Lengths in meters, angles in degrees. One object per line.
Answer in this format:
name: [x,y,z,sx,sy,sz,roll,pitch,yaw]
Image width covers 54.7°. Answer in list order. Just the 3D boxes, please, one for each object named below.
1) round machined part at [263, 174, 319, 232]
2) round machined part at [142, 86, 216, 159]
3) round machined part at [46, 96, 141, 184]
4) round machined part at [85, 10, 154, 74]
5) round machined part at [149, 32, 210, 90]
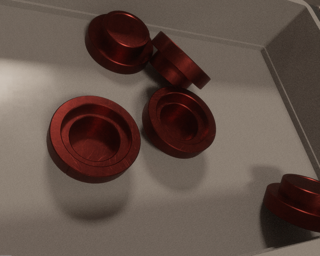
round machined part: [0.191,0.093,0.408,0.099,0.098,0.042,6,104,-26]
round machined part: [0.021,-0.004,0.410,0.099,0.042,0.098,14,56,-21]
round machined part: [-0.075,0.016,0.346,0.099,0.042,0.098,14,56,-21]
round machined part: [-0.054,-0.129,0.446,0.099,0.042,0.098,14,56,-21]
round machined part: [0.022,-0.088,0.442,0.098,0.042,0.098,42,12,-10]
